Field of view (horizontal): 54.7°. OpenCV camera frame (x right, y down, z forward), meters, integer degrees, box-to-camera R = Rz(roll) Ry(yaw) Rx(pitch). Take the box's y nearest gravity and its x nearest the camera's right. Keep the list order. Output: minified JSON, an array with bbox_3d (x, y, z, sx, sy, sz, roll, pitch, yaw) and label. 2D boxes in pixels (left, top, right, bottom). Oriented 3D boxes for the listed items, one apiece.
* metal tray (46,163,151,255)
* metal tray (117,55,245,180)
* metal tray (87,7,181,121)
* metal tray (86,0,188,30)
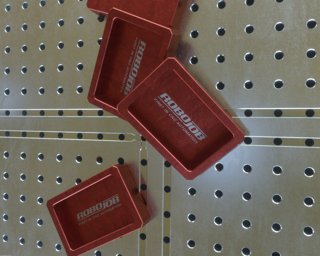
[{"bbox_3d":[-0.089,0.117,0.439,0.130,0.030,0.090,-29,81,17],"label":"metal tray"},{"bbox_3d":[0.025,-0.011,0.373,0.090,0.030,0.130,-41,101,15],"label":"metal tray"},{"bbox_3d":[-0.037,-0.078,0.404,0.090,0.030,0.129,26,112,16],"label":"metal tray"},{"bbox_3d":[-0.027,-0.188,0.419,0.130,0.030,0.089,20,97,18],"label":"metal tray"}]
